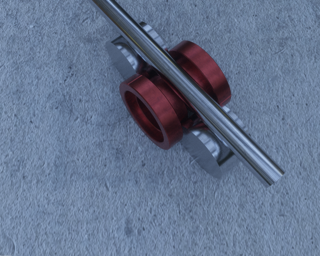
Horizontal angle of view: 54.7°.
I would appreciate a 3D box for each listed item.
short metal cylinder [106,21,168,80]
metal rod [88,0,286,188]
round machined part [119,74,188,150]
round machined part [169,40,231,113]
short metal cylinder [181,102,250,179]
[{"bbox_3d":[-0.028,-0.094,0.414,0.050,0.080,0.080,-37,75,-13],"label":"short metal cylinder"},{"bbox_3d":[0.018,-0.056,0.346,0.025,0.025,0.300,-38,75,-13],"label":"metal rod"},{"bbox_3d":[-0.003,-0.025,0.378,0.042,0.098,0.098,-37,74,-16],"label":"round machined part"},{"bbox_3d":[0.040,-0.057,0.392,0.042,0.098,0.098,-39,75,-8],"label":"round machined part"},{"bbox_3d":[0.065,0.014,0.375,0.050,0.080,0.080,-37,75,-13],"label":"short metal cylinder"}]
